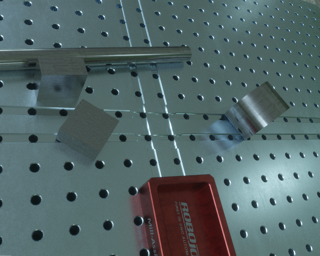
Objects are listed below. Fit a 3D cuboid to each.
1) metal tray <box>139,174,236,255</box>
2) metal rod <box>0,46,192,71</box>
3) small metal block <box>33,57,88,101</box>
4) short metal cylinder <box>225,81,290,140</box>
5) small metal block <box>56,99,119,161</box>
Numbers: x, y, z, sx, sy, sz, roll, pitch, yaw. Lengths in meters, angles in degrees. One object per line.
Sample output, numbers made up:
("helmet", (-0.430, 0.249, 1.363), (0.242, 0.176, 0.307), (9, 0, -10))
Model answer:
("metal tray", (0.033, 0.120, 0.349), (0.091, 0.030, 0.130), (2, 61, -28))
("metal rod", (-0.082, -0.098, 0.423), (0.303, 0.025, 0.025), (-10, 67, -33))
("small metal block", (-0.118, -0.057, 0.364), (0.050, 0.050, 0.025), (-7, 65, -31))
("short metal cylinder", (0.145, -0.025, 0.466), (0.081, 0.080, 0.050), (-30, 78, -38))
("small metal block", (-0.084, 0.002, 0.362), (0.050, 0.025, 0.050), (32, 52, -8))
